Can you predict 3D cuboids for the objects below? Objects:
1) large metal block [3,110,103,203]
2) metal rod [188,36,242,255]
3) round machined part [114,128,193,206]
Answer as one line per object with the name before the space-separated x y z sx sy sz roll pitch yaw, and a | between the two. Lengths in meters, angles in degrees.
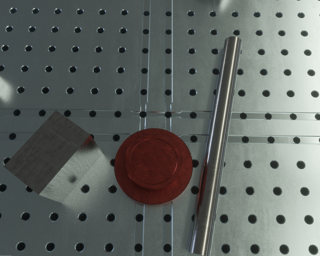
large metal block | -0.120 0.037 0.368 0.050 0.080 0.080 34 74 11
metal rod | 0.077 0.009 0.409 0.025 0.025 0.299 12 70 4
round machined part | -0.008 0.046 0.386 0.099 0.042 0.098 0 70 -1
